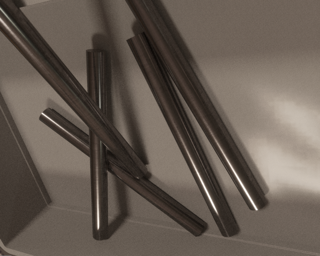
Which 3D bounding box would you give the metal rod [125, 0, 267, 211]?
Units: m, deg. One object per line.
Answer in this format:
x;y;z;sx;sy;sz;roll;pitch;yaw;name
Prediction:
0.049;-0.024;0.366;0.025;0.025;0.299;-22;107;36;metal rod

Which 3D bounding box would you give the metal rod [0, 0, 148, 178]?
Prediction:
-0.085;-0.022;0.357;0.025;0.025;0.299;1;145;27;metal rod

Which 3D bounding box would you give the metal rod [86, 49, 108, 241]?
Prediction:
-0.089;0.039;0.448;0.025;0.025;0.298;13;115;21;metal rod

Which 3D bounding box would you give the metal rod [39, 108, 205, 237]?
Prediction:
-0.060;0.066;0.479;0.301;0.025;0.025;36;129;3;metal rod

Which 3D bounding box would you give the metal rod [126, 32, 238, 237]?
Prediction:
0.036;0.021;0.401;0.025;0.025;0.299;-14;111;34;metal rod
